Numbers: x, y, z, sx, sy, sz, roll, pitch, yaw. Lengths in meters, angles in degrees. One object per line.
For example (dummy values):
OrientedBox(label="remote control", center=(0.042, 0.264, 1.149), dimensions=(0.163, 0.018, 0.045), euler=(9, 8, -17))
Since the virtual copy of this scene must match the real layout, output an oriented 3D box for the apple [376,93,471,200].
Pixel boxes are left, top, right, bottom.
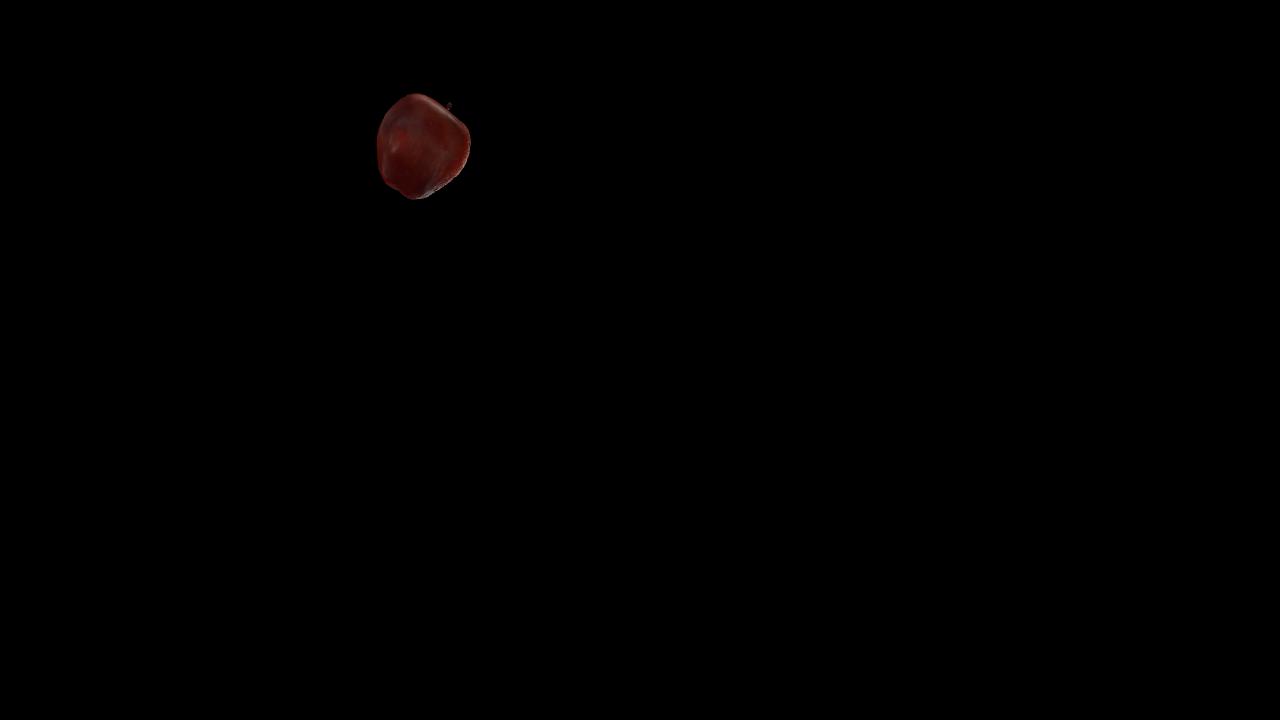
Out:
OrientedBox(label="apple", center=(-0.198, -0.195, 0.560), dimensions=(0.079, 0.093, 0.079), euler=(34, 11, -8))
